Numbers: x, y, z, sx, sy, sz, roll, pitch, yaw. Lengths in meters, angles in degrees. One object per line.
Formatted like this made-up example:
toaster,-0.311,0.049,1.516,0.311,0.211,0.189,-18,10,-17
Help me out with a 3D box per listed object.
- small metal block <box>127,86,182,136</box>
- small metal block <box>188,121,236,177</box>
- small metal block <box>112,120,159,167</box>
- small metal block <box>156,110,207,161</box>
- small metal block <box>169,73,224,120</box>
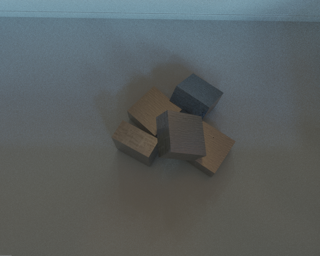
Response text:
small metal block,-0.007,-0.019,0.414,0.050,0.025,0.050,42,75,13
small metal block,0.060,0.027,0.399,0.050,0.025,0.050,34,73,11
small metal block,-0.029,0.020,0.386,0.050,0.050,0.025,28,73,9
small metal block,0.025,0.010,0.366,0.050,0.025,0.050,9,66,-32
small metal block,0.049,-0.042,0.412,0.050,0.025,0.050,35,41,11
